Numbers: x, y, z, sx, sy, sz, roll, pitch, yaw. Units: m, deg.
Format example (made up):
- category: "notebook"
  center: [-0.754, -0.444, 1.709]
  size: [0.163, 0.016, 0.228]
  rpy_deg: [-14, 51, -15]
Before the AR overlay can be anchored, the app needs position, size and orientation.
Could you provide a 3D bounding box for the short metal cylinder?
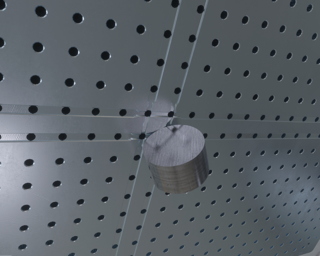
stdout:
- category: "short metal cylinder"
  center: [0.022, 0.040, 0.412]
  size: [0.080, 0.080, 0.050]
  rpy_deg: [-25, 127, -13]
